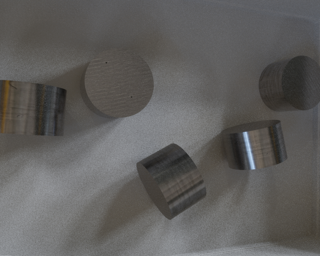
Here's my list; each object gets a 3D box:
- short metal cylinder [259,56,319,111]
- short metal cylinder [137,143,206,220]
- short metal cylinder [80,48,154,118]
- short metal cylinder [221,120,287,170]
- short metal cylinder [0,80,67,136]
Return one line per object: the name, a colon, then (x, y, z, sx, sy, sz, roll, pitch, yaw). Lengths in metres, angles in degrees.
short metal cylinder: (0.200, -0.066, 0.473, 0.081, 0.050, 0.079, 0, 90, -21)
short metal cylinder: (0.013, 0.066, 0.387, 0.050, 0.080, 0.080, -28, 100, -18)
short metal cylinder: (-0.054, -0.052, 0.378, 0.081, 0.050, 0.079, 0, 90, -20)
short metal cylinder: (0.131, 0.022, 0.431, 0.081, 0.080, 0.050, -15, 95, -20)
short metal cylinder: (-0.143, -0.019, 0.329, 0.081, 0.080, 0.050, 4, 89, -20)
